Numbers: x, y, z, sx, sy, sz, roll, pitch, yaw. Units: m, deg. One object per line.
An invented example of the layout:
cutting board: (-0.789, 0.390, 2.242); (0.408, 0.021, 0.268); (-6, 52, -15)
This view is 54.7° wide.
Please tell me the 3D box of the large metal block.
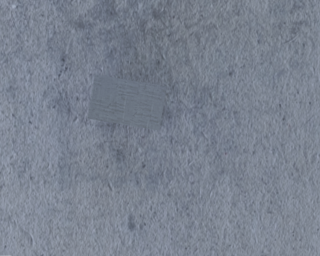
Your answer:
large metal block: (-0.037, -0.028, 0.382); (0.080, 0.080, 0.050); (10, 90, -1)
